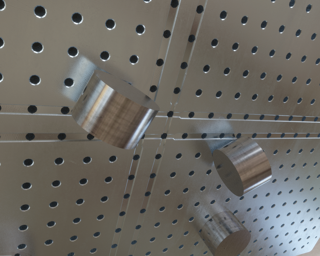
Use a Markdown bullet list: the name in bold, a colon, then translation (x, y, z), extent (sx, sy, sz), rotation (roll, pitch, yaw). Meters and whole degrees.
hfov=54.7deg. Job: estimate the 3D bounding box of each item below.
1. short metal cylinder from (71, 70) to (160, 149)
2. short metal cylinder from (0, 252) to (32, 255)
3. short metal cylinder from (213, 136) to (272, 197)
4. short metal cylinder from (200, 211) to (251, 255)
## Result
- **short metal cylinder**: translation (-0.048, -0.020, 0.337), extent (0.080, 0.080, 0.050), rotation (23, 106, -37)
- **short metal cylinder**: translation (-0.206, 0.215, 0.416), extent (0.081, 0.050, 0.079), rotation (-14, 124, -21)
- **short metal cylinder**: translation (0.125, 0.059, 0.480), extent (0.050, 0.080, 0.080), rotation (-25, 128, -13)
- **short metal cylinder**: translation (0.125, 0.206, 0.590), extent (0.081, 0.050, 0.079), rotation (-14, 124, -21)
